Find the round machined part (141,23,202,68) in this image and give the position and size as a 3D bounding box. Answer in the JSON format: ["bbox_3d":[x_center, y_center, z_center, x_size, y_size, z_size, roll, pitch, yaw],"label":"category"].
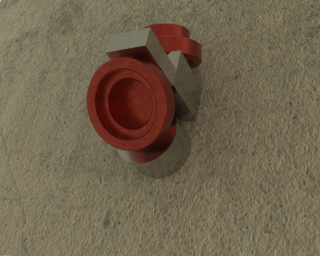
[{"bbox_3d":[0.006,-0.107,0.415,0.098,0.098,0.042,-2,86,27],"label":"round machined part"}]

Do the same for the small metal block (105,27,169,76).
[{"bbox_3d":[-0.024,-0.081,0.347,0.050,0.050,0.025,-3,60,27],"label":"small metal block"}]

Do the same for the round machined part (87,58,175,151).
[{"bbox_3d":[-0.028,-0.027,0.339,0.098,0.042,0.097,6,103,26],"label":"round machined part"}]

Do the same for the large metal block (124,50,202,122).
[{"bbox_3d":[0.000,-0.049,0.398,0.080,0.080,0.050,-2,61,27],"label":"large metal block"}]

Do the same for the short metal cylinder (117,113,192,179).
[{"bbox_3d":[-0.007,0.017,0.383,0.080,0.050,0.080,-13,56,20],"label":"short metal cylinder"}]
